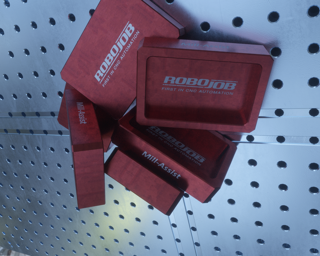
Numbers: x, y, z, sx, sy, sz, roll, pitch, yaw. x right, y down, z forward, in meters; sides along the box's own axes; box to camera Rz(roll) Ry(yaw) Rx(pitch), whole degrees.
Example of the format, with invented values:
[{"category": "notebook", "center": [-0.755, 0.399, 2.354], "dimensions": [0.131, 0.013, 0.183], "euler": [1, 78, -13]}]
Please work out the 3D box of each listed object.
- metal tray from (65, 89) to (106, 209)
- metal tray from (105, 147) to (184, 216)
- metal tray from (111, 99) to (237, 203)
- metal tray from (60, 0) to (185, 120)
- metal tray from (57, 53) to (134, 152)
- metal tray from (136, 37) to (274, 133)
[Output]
[{"category": "metal tray", "center": [-0.092, 0.019, 0.375], "dimensions": [0.030, 0.130, 0.089], "euler": [-6, 125, -17]}, {"category": "metal tray", "center": [-0.013, 0.061, 0.394], "dimensions": [0.090, 0.130, 0.030], "euler": [33, 90, 6]}, {"category": "metal tray", "center": [0.020, 0.018, 0.369], "dimensions": [0.130, 0.090, 0.030], "euler": [33, 128, 6]}, {"category": "metal tray", "center": [-0.045, -0.085, 0.356], "dimensions": [0.090, 0.030, 0.129], "euler": [38, 115, -2]}, {"category": "metal tray", "center": [-0.088, -0.036, 0.433], "dimensions": [0.090, 0.030, 0.129], "euler": [33, 129, 5]}, {"category": "metal tray", "center": [0.042, -0.044, 0.328], "dimensions": [0.131, 0.030, 0.089], "euler": [4, 123, 0]}]
